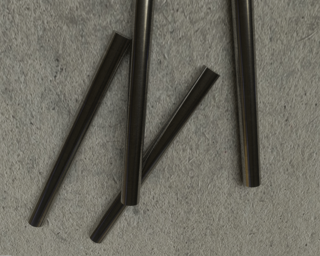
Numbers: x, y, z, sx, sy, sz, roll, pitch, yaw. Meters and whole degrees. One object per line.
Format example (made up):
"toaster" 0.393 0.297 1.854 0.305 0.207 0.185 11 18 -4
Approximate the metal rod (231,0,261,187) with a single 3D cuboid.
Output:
"metal rod" 0.108 -0.061 0.388 0.025 0.025 0.298 -8 110 3

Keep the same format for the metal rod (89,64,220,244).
"metal rod" -0.016 0.047 0.426 0.025 0.025 0.299 31 107 -11

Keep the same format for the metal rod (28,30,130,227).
"metal rod" -0.114 0.014 0.413 0.025 0.025 0.298 26 108 -9

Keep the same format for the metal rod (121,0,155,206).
"metal rod" -0.027 -0.045 0.378 0.025 0.025 0.298 5 105 -2
